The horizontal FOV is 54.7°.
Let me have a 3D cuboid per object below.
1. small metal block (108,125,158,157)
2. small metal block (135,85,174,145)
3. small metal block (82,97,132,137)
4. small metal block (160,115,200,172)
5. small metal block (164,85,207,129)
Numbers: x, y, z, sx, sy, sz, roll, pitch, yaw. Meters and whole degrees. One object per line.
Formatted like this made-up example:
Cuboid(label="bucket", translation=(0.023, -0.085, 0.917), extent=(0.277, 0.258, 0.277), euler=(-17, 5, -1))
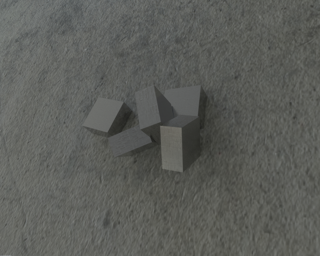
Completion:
Cuboid(label="small metal block", translation=(-0.029, 0.016, 0.388), extent=(0.050, 0.050, 0.025), euler=(-23, 80, 14))
Cuboid(label="small metal block", translation=(-0.004, -0.015, 0.366), extent=(0.025, 0.050, 0.050), euler=(-20, 60, 18))
Cuboid(label="small metal block", translation=(-0.076, -0.014, 0.451), extent=(0.050, 0.025, 0.050), euler=(13, 68, 33))
Cuboid(label="small metal block", translation=(0.024, 0.016, 0.351), extent=(0.025, 0.050, 0.050), euler=(6, 108, 28))
Cuboid(label="small metal block", translation=(0.031, -0.025, 0.402), extent=(0.050, 0.025, 0.050), euler=(-5, 59, 25))
